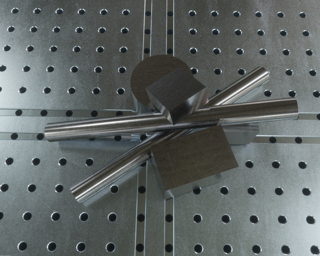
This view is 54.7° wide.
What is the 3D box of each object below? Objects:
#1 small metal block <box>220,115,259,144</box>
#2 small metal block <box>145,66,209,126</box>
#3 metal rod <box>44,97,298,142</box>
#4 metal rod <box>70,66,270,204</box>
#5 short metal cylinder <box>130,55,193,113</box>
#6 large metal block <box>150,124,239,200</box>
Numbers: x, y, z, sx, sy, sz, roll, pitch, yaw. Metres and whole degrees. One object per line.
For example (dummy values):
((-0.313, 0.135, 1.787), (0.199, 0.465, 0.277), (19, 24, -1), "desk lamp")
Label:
((0.093, 0.002, 0.395), (0.050, 0.050, 0.025), (0, 70, 1), "small metal block")
((0.020, -0.038, 0.360), (0.050, 0.025, 0.050), (-34, 51, -11), "small metal block")
((0.003, -0.008, 0.373), (0.301, 0.025, 0.025), (-5, 70, 12), "metal rod")
((0.021, 0.003, 0.408), (0.301, 0.025, 0.025), (-33, 73, -11), "metal rod")
((0.003, -0.050, 0.413), (0.081, 0.050, 0.080), (0, 69, 0), "short metal cylinder")
((0.036, 0.043, 0.362), (0.081, 0.080, 0.050), (-17, 71, -6), "large metal block")
